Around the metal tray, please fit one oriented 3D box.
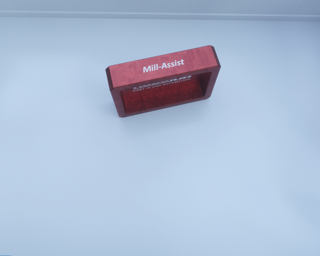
[{"bbox_3d":[0.004,-0.056,0.395,0.131,0.090,0.030,-13,71,-5],"label":"metal tray"}]
